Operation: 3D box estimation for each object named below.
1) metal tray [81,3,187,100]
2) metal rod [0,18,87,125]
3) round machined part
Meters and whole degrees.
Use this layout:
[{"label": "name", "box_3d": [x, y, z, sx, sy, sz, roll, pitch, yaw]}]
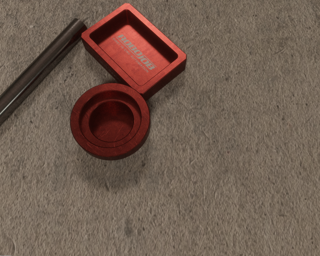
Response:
[{"label": "metal tray", "box_3d": [-0.037, -0.109, 0.444, 0.090, 0.030, 0.130, -41, 75, -14]}, {"label": "metal rod", "box_3d": [-0.203, -0.038, 0.419, 0.025, 0.025, 0.300, 33, 73, 11]}, {"label": "round machined part", "box_3d": [-0.061, -0.006, 0.400, 0.099, 0.042, 0.098, 0, 71, 0]}]
